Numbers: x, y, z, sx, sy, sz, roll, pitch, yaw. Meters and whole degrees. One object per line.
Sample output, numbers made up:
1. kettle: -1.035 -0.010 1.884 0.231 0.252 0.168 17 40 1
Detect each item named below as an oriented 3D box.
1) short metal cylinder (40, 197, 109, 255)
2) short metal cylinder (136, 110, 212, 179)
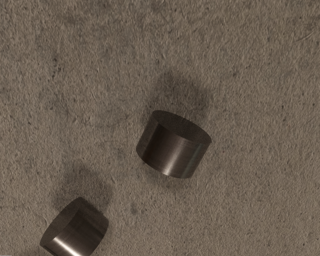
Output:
1. short metal cylinder: -0.118 0.144 0.432 0.080 0.080 0.050 -41 106 13
2. short metal cylinder: 0.017 0.019 0.388 0.080 0.080 0.050 23 108 -9
